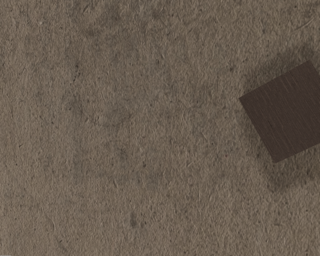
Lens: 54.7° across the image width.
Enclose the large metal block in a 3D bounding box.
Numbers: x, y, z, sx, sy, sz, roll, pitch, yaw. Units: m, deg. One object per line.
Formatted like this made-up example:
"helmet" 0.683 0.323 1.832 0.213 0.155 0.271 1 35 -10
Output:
"large metal block" 0.145 -0.016 0.344 0.080 0.050 0.080 -29 81 17
